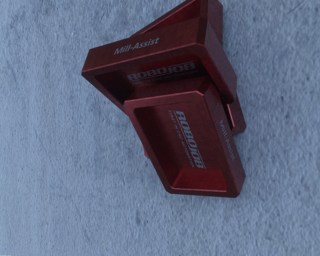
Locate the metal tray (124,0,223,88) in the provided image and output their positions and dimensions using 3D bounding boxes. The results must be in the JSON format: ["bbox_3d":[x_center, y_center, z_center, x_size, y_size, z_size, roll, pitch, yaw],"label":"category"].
[{"bbox_3d":[0.010,-0.094,0.366,0.130,0.030,0.090,-19,53,39],"label":"metal tray"}]

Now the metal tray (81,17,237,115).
[{"bbox_3d":[0.000,-0.052,0.309,0.130,0.090,0.030,-6,59,30],"label":"metal tray"}]

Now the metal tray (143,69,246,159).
[{"bbox_3d":[0.029,-0.021,0.376,0.130,0.030,0.090,-21,77,37],"label":"metal tray"}]

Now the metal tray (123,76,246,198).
[{"bbox_3d":[0.028,0.015,0.325,0.090,0.030,0.129,-5,123,34],"label":"metal tray"}]
